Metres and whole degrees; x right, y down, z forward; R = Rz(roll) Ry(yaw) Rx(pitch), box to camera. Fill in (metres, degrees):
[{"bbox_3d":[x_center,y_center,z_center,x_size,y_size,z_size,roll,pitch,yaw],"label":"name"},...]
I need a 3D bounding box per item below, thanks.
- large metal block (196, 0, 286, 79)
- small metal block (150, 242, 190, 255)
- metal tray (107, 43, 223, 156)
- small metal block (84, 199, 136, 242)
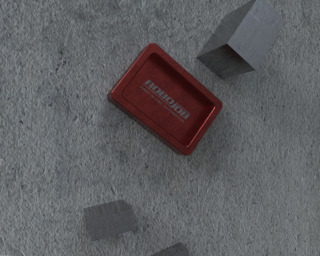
[{"bbox_3d":[0.107,-0.118,0.419,0.050,0.080,0.080,37,78,-16],"label":"large metal block"},{"bbox_3d":[0.016,0.190,0.415,0.050,0.025,0.050,-18,96,-19],"label":"small metal block"},{"bbox_3d":[0.009,-0.035,0.409,0.130,0.030,0.090,39,78,-16],"label":"metal tray"},{"bbox_3d":[-0.062,0.109,0.373,0.050,0.050,0.025,-9,93,-20],"label":"small metal block"}]
